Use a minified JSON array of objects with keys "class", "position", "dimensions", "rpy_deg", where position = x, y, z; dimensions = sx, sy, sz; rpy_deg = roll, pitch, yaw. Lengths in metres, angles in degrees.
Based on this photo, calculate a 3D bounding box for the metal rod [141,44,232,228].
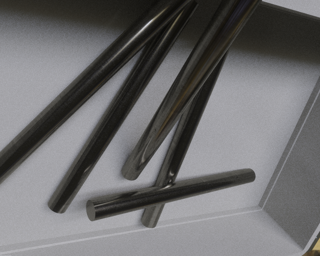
[{"class":"metal rod","position":[0.030,0.020,0.437],"dimensions":[0.025,0.025,0.298],"rpy_deg":[6,115,-31]}]

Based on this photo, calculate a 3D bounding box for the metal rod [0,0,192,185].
[{"class":"metal rod","position":[-0.086,-0.038,0.328],"dimensions":[0.300,0.025,0.025],"rpy_deg":[-43,130,5]}]

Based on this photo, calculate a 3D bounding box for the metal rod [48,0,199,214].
[{"class":"metal rod","position":[-0.050,-0.020,0.368],"dimensions":[0.025,0.025,0.299],"rpy_deg":[25,105,-37]}]

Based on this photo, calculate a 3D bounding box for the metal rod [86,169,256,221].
[{"class":"metal rod","position":[0.038,0.090,0.455],"dimensions":[0.302,0.025,0.025],"rpy_deg":[-3,120,-37]}]

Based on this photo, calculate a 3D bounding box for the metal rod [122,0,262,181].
[{"class":"metal rod","position":[0.015,-0.025,0.318],"dimensions":[0.025,0.025,0.298],"rpy_deg":[-1,145,-28]}]
